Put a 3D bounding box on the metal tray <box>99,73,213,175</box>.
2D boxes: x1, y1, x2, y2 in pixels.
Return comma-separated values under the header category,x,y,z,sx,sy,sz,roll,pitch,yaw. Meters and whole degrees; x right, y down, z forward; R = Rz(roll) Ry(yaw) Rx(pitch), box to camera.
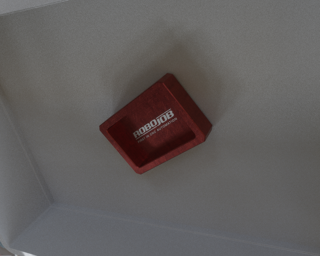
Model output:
category,x,y,z,sx,sy,sz,roll,pitch,yaw
metal tray,-0.009,0.000,0.407,0.130,0.030,0.090,-32,101,38
